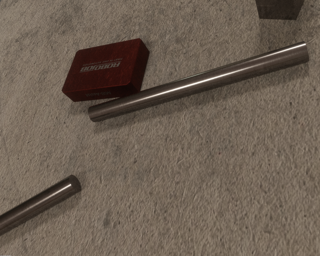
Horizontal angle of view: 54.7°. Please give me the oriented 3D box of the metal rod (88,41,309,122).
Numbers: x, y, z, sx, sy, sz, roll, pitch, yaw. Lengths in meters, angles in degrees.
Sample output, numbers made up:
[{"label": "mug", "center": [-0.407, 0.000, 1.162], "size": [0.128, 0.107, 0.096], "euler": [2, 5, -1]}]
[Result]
[{"label": "metal rod", "center": [0.036, -0.056, 0.417], "size": [0.301, 0.025, 0.025], "euler": [-14, 56, 19]}]

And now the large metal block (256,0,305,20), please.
[{"label": "large metal block", "center": [0.163, -0.202, 0.407], "size": [0.050, 0.080, 0.080], "euler": [16, 70, 34]}]

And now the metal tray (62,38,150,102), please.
[{"label": "metal tray", "center": [-0.088, -0.092, 0.501], "size": [0.130, 0.030, 0.090], "euler": [-3, 60, 26]}]

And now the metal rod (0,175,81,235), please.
[{"label": "metal rod", "center": [-0.243, 0.147, 0.438], "size": [0.301, 0.025, 0.025], "euler": [-30, 52, 8]}]
